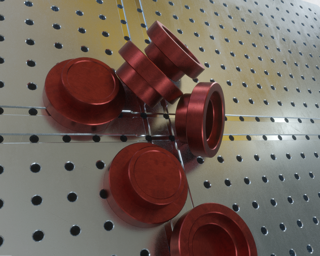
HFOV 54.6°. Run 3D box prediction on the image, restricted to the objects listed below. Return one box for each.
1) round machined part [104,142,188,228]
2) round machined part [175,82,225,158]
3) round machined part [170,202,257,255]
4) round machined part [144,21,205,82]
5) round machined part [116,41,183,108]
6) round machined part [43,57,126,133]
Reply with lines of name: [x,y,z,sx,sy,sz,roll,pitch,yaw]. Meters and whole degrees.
round machined part: [-0.010,0.060,0.355,0.099,0.042,0.098,13,56,-21]
round machined part: [0.052,-0.012,0.409,0.042,0.098,0.098,5,47,26]
round machined part: [0.055,0.136,0.343,0.099,0.042,0.098,13,56,-21]
round machined part: [0.016,-0.105,0.451,0.098,0.042,0.098,41,18,-16]
round machined part: [-0.019,-0.064,0.404,0.098,0.042,0.098,44,7,-6]
round machined part: [-0.088,-0.047,0.378,0.099,0.042,0.098,13,56,-21]
